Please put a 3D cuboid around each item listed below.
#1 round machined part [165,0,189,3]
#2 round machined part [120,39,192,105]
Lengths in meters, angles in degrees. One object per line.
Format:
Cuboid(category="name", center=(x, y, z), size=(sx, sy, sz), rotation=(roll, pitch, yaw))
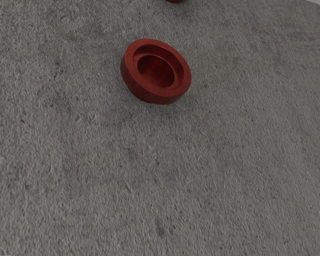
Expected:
Cuboid(category="round machined part", center=(0.024, -0.270, 0.570), size=(0.099, 0.042, 0.098), rotation=(14, 56, -21))
Cuboid(category="round machined part", center=(-0.009, -0.073, 0.433), size=(0.099, 0.042, 0.098), rotation=(14, 56, -21))
